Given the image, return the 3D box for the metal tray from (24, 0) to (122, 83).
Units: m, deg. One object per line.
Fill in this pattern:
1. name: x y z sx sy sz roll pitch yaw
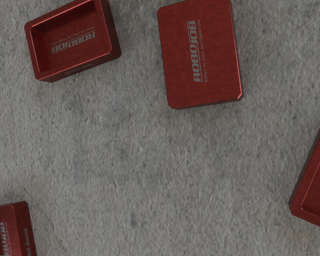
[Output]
1. metal tray: -0.128 -0.128 0.449 0.130 0.030 0.090 -16 85 19

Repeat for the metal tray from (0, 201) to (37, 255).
1. metal tray: -0.245 0.188 0.490 0.090 0.030 0.129 -13 86 19

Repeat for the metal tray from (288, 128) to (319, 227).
1. metal tray: 0.207 0.049 0.333 0.090 0.030 0.129 22 97 18

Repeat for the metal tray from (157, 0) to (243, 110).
1. metal tray: 0.050 -0.093 0.388 0.090 0.030 0.129 -8 88 19
